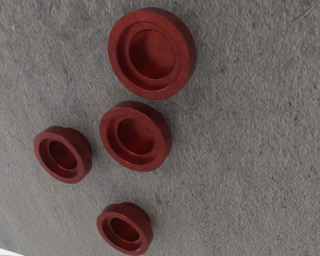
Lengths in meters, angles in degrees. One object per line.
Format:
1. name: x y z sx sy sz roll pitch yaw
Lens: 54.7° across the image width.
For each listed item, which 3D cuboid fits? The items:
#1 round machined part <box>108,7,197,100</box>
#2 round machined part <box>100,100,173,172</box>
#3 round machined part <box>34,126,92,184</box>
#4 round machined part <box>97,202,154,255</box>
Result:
1. round machined part: -0.005 -0.084 0.346 0.098 0.042 0.097 13 124 21
2. round machined part: -0.028 0.007 0.415 0.098 0.042 0.097 13 124 21
3. round machined part: -0.150 0.039 0.499 0.098 0.042 0.097 13 124 21
4. round machined part: -0.055 0.166 0.528 0.098 0.042 0.097 13 124 21
